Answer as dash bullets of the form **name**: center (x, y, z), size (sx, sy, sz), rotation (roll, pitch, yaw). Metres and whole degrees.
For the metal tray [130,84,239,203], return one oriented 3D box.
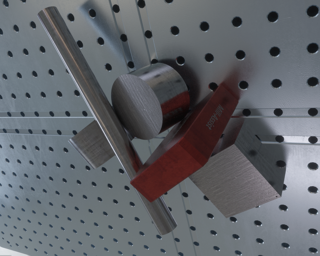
- **metal tray**: center (0.030, 0.013, 0.335), size (0.030, 0.131, 0.090), rotation (44, 129, -3)

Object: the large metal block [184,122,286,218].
- **large metal block**: center (0.092, 0.053, 0.380), size (0.080, 0.050, 0.080), rotation (48, 129, -6)

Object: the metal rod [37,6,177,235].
- **metal rod**: center (-0.061, -0.006, 0.375), size (0.025, 0.025, 0.299), rotation (-26, 94, 37)

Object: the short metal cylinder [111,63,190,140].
- **short metal cylinder**: center (-0.012, -0.032, 0.369), size (0.080, 0.050, 0.079), rotation (23, 127, 33)

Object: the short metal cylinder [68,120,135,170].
- **short metal cylinder**: center (-0.077, 0.011, 0.423), size (0.080, 0.080, 0.050), rotation (-32, 101, 38)
